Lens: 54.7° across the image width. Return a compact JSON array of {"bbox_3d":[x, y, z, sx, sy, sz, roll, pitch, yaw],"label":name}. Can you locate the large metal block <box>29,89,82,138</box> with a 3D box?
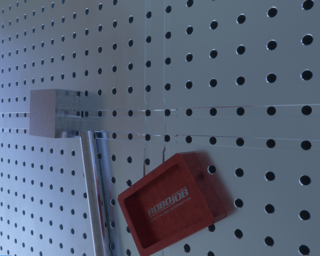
[{"bbox_3d":[-0.183,-0.025,0.541,0.080,0.050,0.079,4,92,39],"label":"large metal block"}]

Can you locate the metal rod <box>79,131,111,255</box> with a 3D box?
[{"bbox_3d":[-0.095,0.153,0.485,0.025,0.025,0.298,-15,81,39],"label":"metal rod"}]

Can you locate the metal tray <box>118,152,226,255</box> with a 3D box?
[{"bbox_3d":[0.009,0.100,0.397,0.129,0.030,0.090,-40,66,32],"label":"metal tray"}]
